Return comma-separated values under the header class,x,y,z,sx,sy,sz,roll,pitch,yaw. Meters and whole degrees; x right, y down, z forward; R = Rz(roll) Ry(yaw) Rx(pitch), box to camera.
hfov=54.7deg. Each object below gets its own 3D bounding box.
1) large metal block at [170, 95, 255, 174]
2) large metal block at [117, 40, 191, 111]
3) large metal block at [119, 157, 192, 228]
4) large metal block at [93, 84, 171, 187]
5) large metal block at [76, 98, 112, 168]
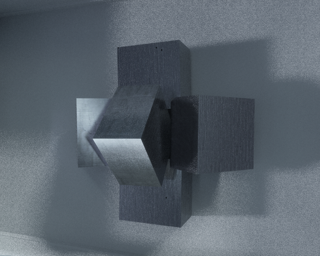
class,x,y,z,sx,sy,sz,roll,pitch,yaw
large metal block,0.059,0.006,0.351,0.050,0.081,0.079,2,92,58
large metal block,-0.006,-0.062,0.395,0.080,0.050,0.080,-2,90,20
large metal block,-0.004,0.076,0.397,0.080,0.050,0.080,1,90,20
large metal block,-0.023,0.009,0.346,0.050,0.080,0.080,-1,46,19
large metal block,-0.082,0.005,0.401,0.050,0.080,0.080,-1,90,-16
